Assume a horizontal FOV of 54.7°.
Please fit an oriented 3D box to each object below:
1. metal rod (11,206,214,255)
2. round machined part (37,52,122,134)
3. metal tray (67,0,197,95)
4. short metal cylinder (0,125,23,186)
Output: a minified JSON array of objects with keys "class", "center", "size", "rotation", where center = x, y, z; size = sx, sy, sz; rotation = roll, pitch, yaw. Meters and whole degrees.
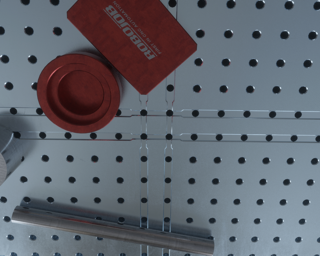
[{"class":"metal rod","center":[-0.067,0.157,0.470],"size":[0.302,0.025,0.025],"rotation":[11,110,-5]},{"class":"round machined part","center":[-0.096,-0.046,0.386],"size":[0.099,0.042,0.097],"rotation":[0,110,0]},{"class":"metal tray","center":[-0.031,-0.115,0.368],"size":[0.090,0.030,0.130],"rotation":[-41,106,13]},{"class":"short metal cylinder","center":[-0.233,0.039,0.412],"size":[0.081,0.050,0.079],"rotation":[0,110,0]}]
